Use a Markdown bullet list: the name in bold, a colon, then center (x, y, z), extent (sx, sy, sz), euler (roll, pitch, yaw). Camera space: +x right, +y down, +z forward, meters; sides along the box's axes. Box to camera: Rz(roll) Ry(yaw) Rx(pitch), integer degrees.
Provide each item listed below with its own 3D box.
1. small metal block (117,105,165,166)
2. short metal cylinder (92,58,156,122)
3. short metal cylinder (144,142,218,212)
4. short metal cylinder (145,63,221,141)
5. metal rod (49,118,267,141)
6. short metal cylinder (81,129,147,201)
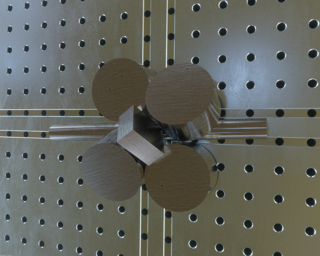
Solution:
- **small metal block**: center (-0.022, 0.008, 0.365), extent (0.025, 0.050, 0.050), euler (-38, 120, 22)
- **short metal cylinder**: center (-0.042, -0.048, 0.410), extent (0.080, 0.050, 0.079), euler (0, 90, 20)
- **short metal cylinder**: center (0.027, 0.058, 0.385), extent (0.080, 0.050, 0.079), euler (0, 90, 20)
- **short metal cylinder**: center (0.029, -0.030, 0.371), extent (0.080, 0.050, 0.080), euler (-8, 64, 17)
- **metal rod**: center (-0.016, 0.004, 0.414), extent (0.301, 0.025, 0.025), euler (-1, 90, 19)
- **short metal cylinder**: center (-0.053, 0.046, 0.401), extent (0.080, 0.050, 0.079), euler (6, 112, 16)
